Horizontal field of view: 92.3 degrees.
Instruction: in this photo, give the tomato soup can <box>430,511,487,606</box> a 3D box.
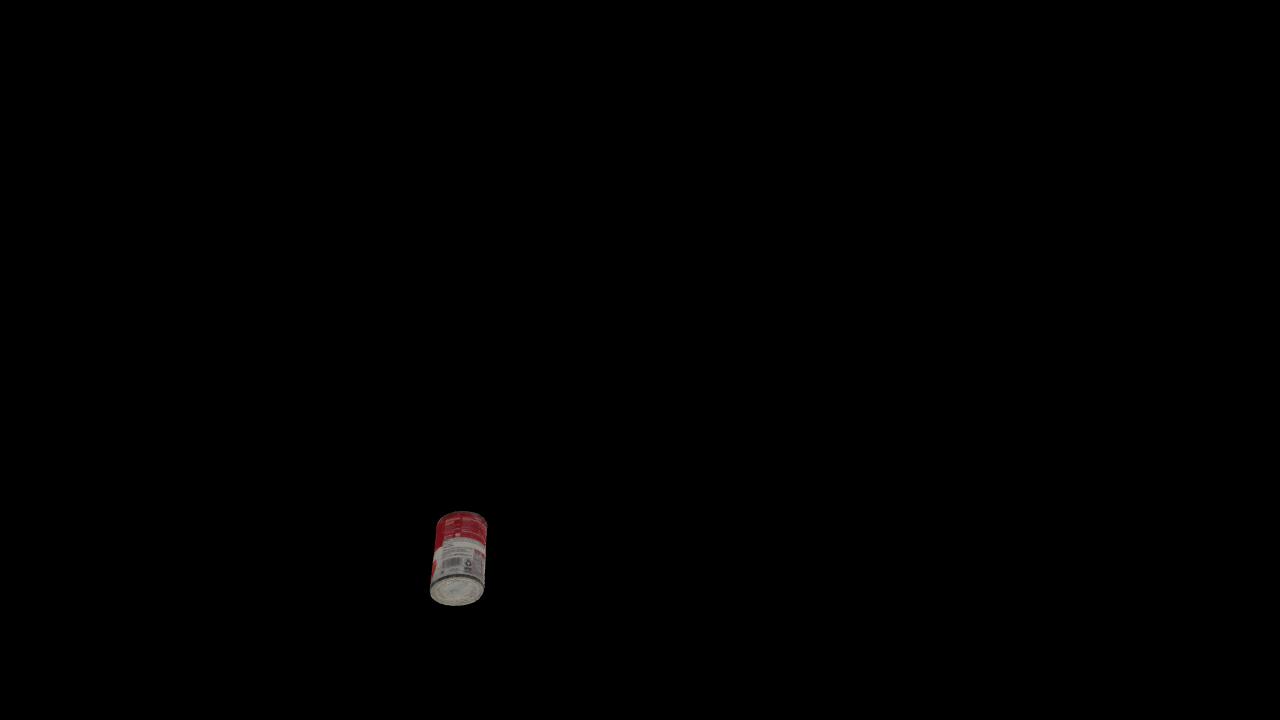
[{"bbox_3d":[-0.235,0.258,0.802,0.068,0.068,0.101,0,38,-12],"label":"tomato soup can"}]
